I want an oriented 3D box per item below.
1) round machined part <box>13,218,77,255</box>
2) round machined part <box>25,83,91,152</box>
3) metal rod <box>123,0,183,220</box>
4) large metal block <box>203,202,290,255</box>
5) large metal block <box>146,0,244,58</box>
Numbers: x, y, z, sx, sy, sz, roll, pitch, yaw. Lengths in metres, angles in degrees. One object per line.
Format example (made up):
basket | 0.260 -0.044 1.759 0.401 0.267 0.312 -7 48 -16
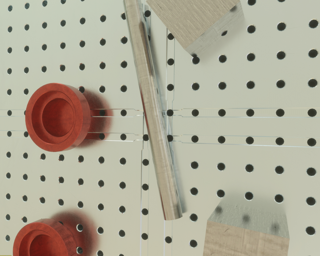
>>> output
round machined part | -0.165 0.183 0.462 0.098 0.042 0.097 0 90 20
round machined part | -0.143 -0.015 0.454 0.098 0.042 0.097 0 90 20
metal rod | -0.011 -0.029 0.416 0.025 0.025 0.298 -12 86 19
large metal block | 0.098 0.126 0.349 0.080 0.080 0.050 7 93 20
large metal block | 0.044 -0.148 0.384 0.080 0.050 0.080 -39 78 16
